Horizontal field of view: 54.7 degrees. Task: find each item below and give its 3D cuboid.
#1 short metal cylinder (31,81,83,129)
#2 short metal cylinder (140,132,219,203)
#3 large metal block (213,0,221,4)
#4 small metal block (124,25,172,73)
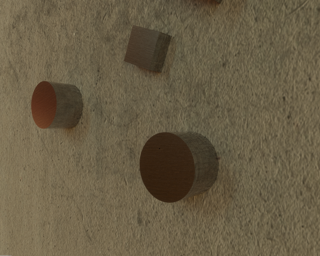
[{"bbox_3d":[-0.179,-0.039,0.536,0.080,0.050,0.080,0,90,40],"label":"short metal cylinder"},{"bbox_3d":[0.022,0.044,0.371,0.080,0.050,0.080,0,90,40],"label":"short metal cylinder"},{"bbox_3d":[0.045,-0.200,0.352,0.080,0.050,0.079,39,114,33],"label":"large metal block"},{"bbox_3d":[-0.017,-0.107,0.419,0.050,0.025,0.050,27,107,36],"label":"small metal block"}]
